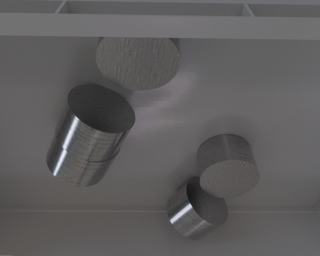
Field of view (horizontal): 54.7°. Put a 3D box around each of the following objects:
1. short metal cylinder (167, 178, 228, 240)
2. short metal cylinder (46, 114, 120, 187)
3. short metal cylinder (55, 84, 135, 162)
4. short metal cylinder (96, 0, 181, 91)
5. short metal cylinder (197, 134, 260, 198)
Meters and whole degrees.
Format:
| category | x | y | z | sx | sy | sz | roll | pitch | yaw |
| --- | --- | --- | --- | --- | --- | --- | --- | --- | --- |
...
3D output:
| category | x | y | z | sx | sy | sz | roll | pitch | yaw |
| --- | --- | --- | --- | --- | --- | --- | --- | --- | --- |
| short metal cylinder | 0.058 | 0.124 | 0.479 | 0.080 | 0.080 | 0.050 | 27 | 125 | -21 |
| short metal cylinder | -0.097 | 0.028 | 0.395 | 0.080 | 0.080 | 0.050 | 21 | 127 | -17 |
| short metal cylinder | -0.076 | -0.007 | 0.366 | 0.080 | 0.080 | 0.050 | 21 | 127 | -17 |
| short metal cylinder | -0.020 | -0.083 | 0.310 | 0.080 | 0.050 | 0.080 | 0 | 145 | 1 |
| short metal cylinder | 0.094 | 0.054 | 0.440 | 0.081 | 0.050 | 0.079 | 0 | 130 | 0 |
